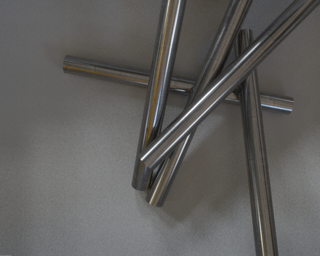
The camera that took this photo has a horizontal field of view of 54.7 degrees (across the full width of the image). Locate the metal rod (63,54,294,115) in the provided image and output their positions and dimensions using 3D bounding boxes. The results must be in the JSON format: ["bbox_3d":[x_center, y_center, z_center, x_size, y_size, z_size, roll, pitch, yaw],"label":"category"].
[{"bbox_3d":[0.025,-0.057,0.411,0.302,0.025,0.025,11,90,-1],"label":"metal rod"}]

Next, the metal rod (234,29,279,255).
[{"bbox_3d":[0.116,0.026,0.377,0.025,0.025,0.298,-4,82,-1],"label":"metal rod"}]

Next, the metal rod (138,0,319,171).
[{"bbox_3d":[0.090,-0.065,0.365,0.300,0.025,0.025,-45,91,-2],"label":"metal rod"}]

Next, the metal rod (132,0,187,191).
[{"bbox_3d":[0.000,-0.056,0.351,0.025,0.025,0.298,11,115,-1],"label":"metal rod"}]

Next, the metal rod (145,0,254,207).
[{"bbox_3d":[0.049,-0.037,0.388,0.025,0.025,0.298,23,99,-1],"label":"metal rod"}]
